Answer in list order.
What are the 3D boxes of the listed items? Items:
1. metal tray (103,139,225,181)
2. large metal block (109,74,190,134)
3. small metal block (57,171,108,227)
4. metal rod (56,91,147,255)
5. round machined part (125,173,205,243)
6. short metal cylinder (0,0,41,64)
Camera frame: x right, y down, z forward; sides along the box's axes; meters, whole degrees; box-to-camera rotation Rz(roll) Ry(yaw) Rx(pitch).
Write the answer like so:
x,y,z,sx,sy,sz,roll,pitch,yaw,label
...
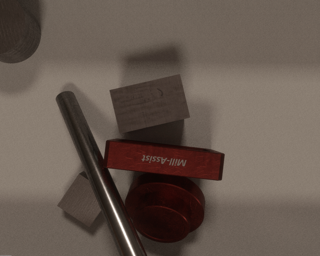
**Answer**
x,y,z,sx,sy,sz,roll,pitch,yaw,label
0.004,0.036,0.378,0.131,0.090,0.030,7,89,-1,metal tray
-0.011,-0.027,0.384,0.080,0.080,0.050,-13,90,0,large metal block
-0.097,0.093,0.410,0.050,0.025,0.050,34,90,-1,small metal block
-0.059,0.076,0.348,0.025,0.025,0.299,-30,65,0,metal rod
0.005,0.103,0.379,0.099,0.042,0.097,6,126,8,round machined part
-0.202,-0.127,0.396,0.081,0.050,0.079,0,90,-1,short metal cylinder
